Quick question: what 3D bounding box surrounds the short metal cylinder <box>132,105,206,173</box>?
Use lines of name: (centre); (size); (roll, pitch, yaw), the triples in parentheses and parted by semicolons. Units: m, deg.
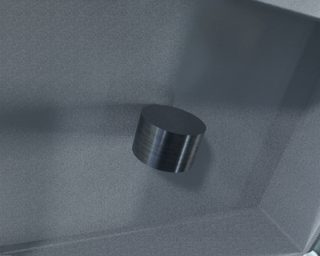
short metal cylinder: (0.010, 0.011, 0.381); (0.081, 0.080, 0.050); (2, 118, -29)
